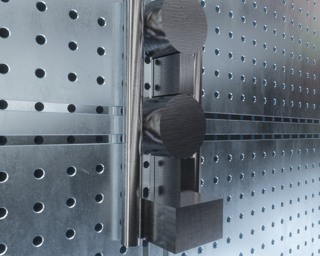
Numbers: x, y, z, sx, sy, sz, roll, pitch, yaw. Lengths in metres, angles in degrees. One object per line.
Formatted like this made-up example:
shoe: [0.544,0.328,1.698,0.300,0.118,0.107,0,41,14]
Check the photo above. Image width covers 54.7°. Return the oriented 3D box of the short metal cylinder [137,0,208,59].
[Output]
short metal cylinder: [0.016,-0.132,0.405,0.081,0.050,0.080,0,90,-40]

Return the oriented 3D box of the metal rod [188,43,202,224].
metal rod: [0.048,-0.008,0.448,0.025,0.025,0.298,1,89,-40]

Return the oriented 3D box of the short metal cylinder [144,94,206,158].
short metal cylinder: [0.014,-0.002,0.404,0.081,0.050,0.080,0,90,-40]

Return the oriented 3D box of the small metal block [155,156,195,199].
small metal block: [0.019,0.063,0.407,0.025,0.050,0.050,0,90,-40]

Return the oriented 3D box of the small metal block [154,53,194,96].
small metal block: [0.018,-0.067,0.406,0.025,0.050,0.050,1,90,-40]

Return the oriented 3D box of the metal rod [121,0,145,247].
metal rod: [-0.033,-0.009,0.380,0.025,0.025,0.298,1,89,-40]

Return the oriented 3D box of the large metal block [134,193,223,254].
large metal block: [0.022,0.112,0.392,0.081,0.080,0.050,1,90,-40]
